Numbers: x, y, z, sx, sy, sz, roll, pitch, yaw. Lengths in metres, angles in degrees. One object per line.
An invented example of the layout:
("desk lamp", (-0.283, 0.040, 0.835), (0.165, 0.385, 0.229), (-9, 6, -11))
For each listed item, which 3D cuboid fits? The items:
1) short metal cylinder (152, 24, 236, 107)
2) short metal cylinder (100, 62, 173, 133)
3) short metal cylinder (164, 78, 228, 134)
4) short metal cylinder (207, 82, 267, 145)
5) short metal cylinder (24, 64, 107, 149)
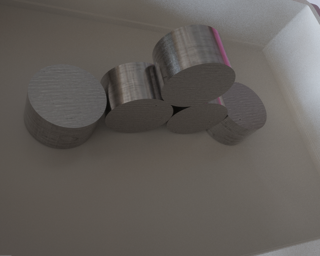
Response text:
("short metal cylinder", (0.036, -0.065, 0.339), (0.081, 0.080, 0.050), (2, 61, -28))
("short metal cylinder", (-0.029, -0.034, 0.373), (0.081, 0.080, 0.050), (2, 61, -28))
("short metal cylinder", (0.043, -0.032, 0.411), (0.081, 0.080, 0.050), (2, 61, -28))
("short metal cylinder", (0.109, -0.021, 0.458), (0.081, 0.050, 0.080), (14, 56, -21))
("short metal cylinder", (-0.106, -0.023, 0.345), (0.081, 0.050, 0.080), (14, 56, -21))
